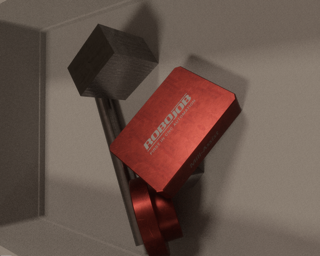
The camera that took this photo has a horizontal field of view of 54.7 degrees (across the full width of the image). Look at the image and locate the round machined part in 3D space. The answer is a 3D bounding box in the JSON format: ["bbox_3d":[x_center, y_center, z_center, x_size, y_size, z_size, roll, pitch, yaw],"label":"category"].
[{"bbox_3d":[-0.002,0.103,0.372,0.042,0.098,0.098,-18,76,-2],"label":"round machined part"}]

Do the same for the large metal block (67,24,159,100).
[{"bbox_3d":[-0.064,-0.085,0.421,0.080,0.081,0.050,-43,64,31],"label":"large metal block"}]

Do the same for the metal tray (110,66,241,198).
[{"bbox_3d":[0.016,0.001,0.350,0.090,0.030,0.130,35,82,34],"label":"metal tray"}]

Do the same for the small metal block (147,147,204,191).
[{"bbox_3d":[0.017,0.049,0.375,0.050,0.050,0.025,45,116,30],"label":"small metal block"}]

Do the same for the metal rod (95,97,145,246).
[{"bbox_3d":[-0.066,0.019,0.458,0.025,0.025,0.299,-29,72,36],"label":"metal rod"}]
